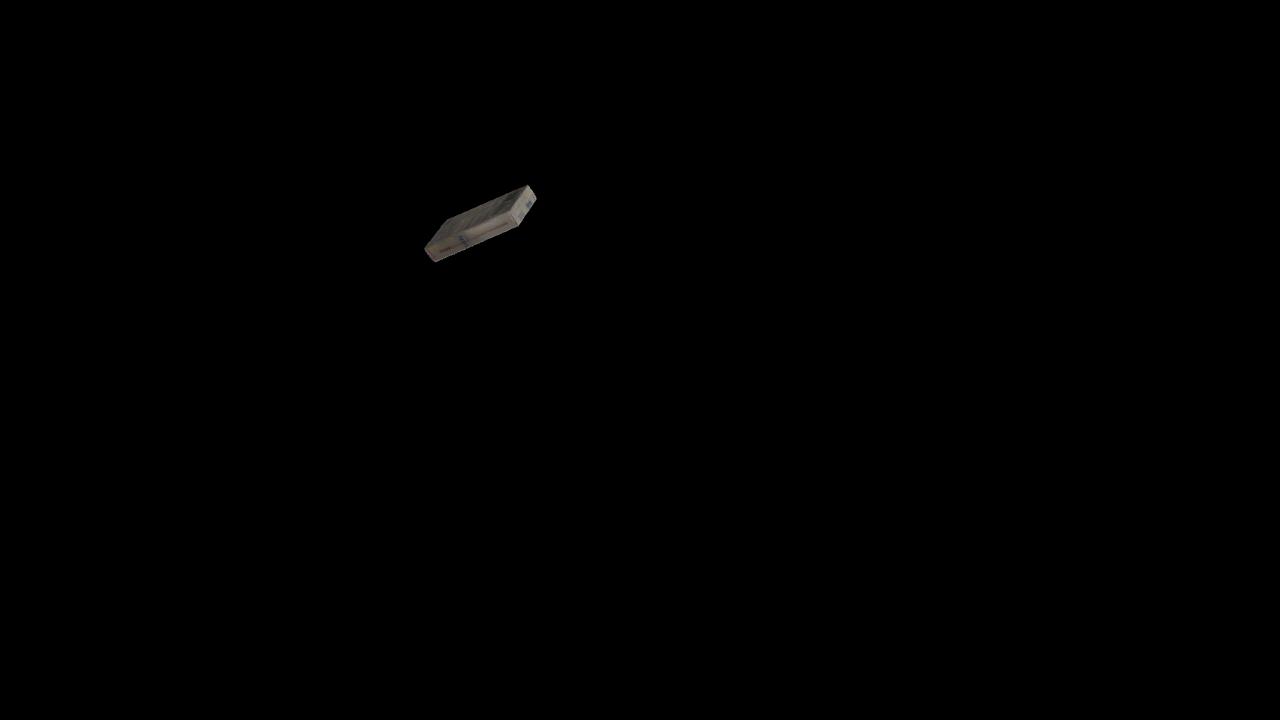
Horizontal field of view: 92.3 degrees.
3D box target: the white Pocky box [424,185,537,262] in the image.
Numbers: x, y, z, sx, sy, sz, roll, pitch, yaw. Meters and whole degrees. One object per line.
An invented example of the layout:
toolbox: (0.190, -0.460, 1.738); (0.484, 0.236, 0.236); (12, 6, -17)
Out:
white Pocky box: (-0.222, -0.190, 0.855); (0.154, 0.028, 0.084); (-15, 36, 26)
